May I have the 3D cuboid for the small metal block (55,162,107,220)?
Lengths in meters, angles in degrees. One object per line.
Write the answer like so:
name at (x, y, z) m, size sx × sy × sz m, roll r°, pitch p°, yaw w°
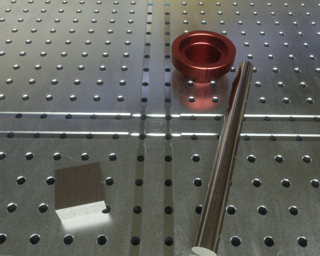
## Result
small metal block at (-0.089, 0.070, 0.348) m, size 0.050 × 0.025 × 0.050 m, roll -10°, pitch 51°, yaw -9°

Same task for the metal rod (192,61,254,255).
metal rod at (0.089, 0.013, 0.397) m, size 0.025 × 0.025 × 0.300 m, roll 14°, pitch 51°, yaw 11°

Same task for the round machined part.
round machined part at (0.067, -0.109, 0.489) m, size 0.099 × 0.042 × 0.098 m, roll 0°, pitch 50°, yaw 0°
